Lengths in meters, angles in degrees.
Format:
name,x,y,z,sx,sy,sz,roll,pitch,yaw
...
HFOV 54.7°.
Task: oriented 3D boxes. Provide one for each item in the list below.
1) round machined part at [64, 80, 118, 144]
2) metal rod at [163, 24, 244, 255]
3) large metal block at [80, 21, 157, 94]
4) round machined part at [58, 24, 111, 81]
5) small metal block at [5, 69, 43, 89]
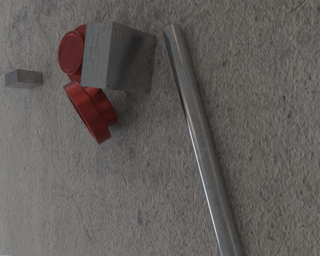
name,x,y,z,sx,sy,sz,roll,pitch,yaw
round machined part,-0.096,-0.028,0.452,0.098,0.042,0.098,53,166,21
metal rod,0.050,0.018,0.363,0.025,0.025,0.299,-22,76,38
large metal block,-0.054,-0.090,0.413,0.050,0.081,0.079,12,98,39
round machined part,-0.127,-0.118,0.499,0.098,0.042,0.097,0,90,40
small metal block,-0.268,-0.095,0.610,0.050,0.050,0.025,-8,85,40
